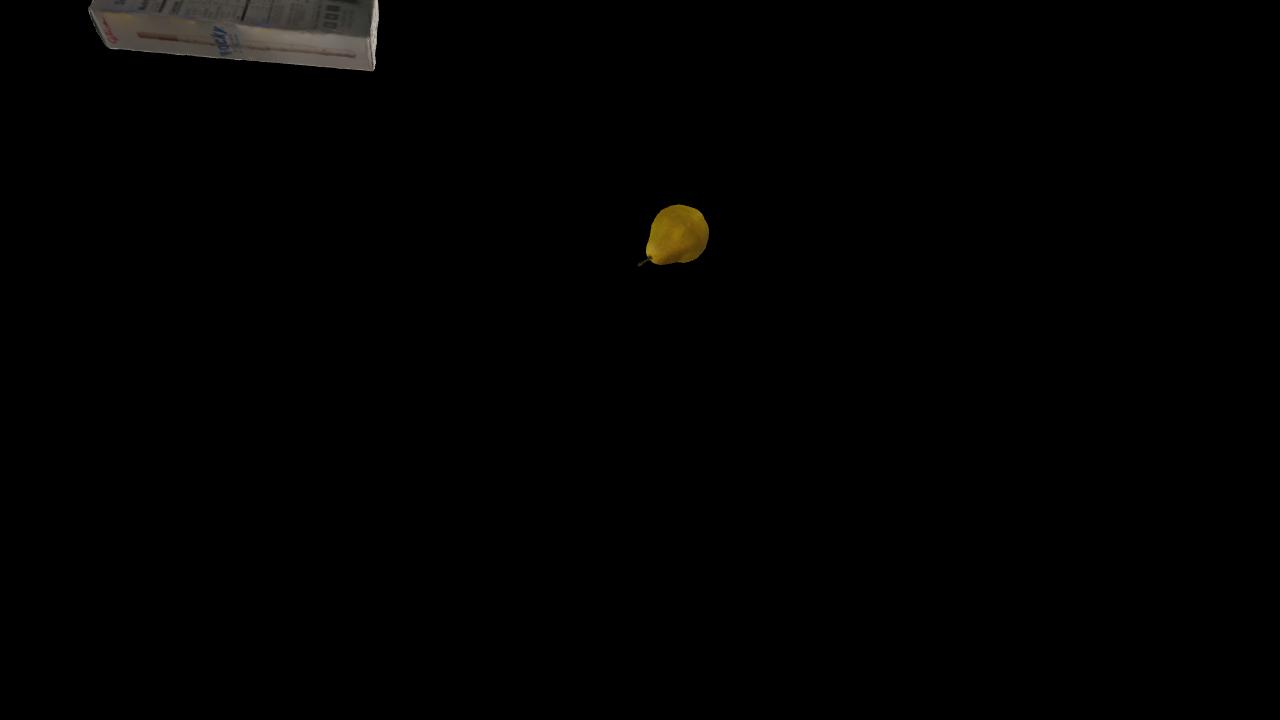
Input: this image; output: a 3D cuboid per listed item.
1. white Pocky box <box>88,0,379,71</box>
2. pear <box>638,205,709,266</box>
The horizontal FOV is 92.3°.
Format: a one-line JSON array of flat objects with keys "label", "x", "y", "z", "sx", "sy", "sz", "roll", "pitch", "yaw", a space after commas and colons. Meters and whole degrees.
[{"label": "white Pocky box", "x": -0.259, "y": -0.232, "z": 0.410, "sx": 0.154, "sy": 0.084, "sz": 0.028, "roll": -2, "pitch": -36, "yaw": -17}, {"label": "pear", "x": 0.042, "y": -0.155, "z": 0.809, "sx": 0.080, "sy": 0.080, "sz": 0.111, "roll": 0, "pitch": 40, "yaw": 41}]
